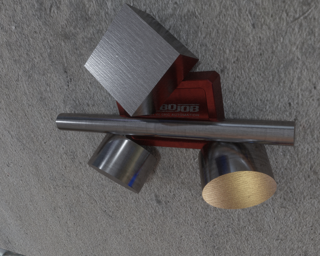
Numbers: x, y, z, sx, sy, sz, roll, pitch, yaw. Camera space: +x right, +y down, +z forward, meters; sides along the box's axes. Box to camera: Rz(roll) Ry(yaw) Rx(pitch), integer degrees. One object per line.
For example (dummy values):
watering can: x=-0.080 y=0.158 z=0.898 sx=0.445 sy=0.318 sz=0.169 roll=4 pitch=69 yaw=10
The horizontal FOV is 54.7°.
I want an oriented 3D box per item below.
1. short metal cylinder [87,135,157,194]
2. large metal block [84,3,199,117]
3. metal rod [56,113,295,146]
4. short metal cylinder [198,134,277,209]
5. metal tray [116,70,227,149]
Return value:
short metal cylinder: x=-0.051 y=0.048 z=0.425 sx=0.080 sy=0.050 sz=0.080 roll=28 pitch=163 yaw=9
large metal block: x=-0.020 y=-0.070 z=0.332 sx=0.080 sy=0.050 sz=0.080 roll=47 pitch=114 yaw=16
metal rod: x=-0.003 y=-0.002 z=0.370 sx=0.300 sy=0.025 sz=0.025 roll=3 pitch=120 yaw=26
short metal cylinder: x=0.087 y=0.052 z=0.357 sx=0.081 sy=0.050 sz=0.080 roll=-1 pitch=137 yaw=0
metal tray: x=0.012 y=-0.021 z=0.386 sx=0.130 sy=0.030 sz=0.089 roll=2 pitch=120 yaw=27
